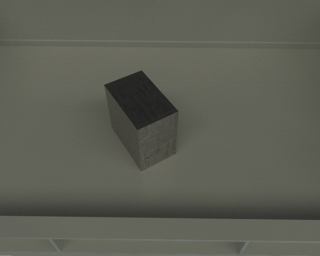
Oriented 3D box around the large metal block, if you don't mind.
[{"bbox_3d":[-0.022,-0.009,0.377,0.050,0.080,0.080,-25,55,-20],"label":"large metal block"}]
